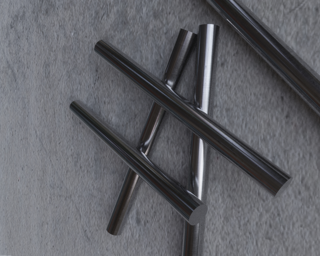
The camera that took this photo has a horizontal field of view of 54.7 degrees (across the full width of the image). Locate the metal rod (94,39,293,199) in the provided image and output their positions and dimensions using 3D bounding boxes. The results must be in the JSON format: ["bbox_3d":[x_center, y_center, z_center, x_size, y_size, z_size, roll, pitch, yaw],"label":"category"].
[{"bbox_3d":[0.015,-0.030,0.357,0.300,0.025,0.025,41,115,32],"label":"metal rod"}]

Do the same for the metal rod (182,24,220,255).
[{"bbox_3d":[0.047,0.032,0.364,0.025,0.025,0.298,6,94,39],"label":"metal rod"}]

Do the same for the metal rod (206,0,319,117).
[{"bbox_3d":[0.114,-0.077,0.309,0.025,0.025,0.299,-48,62,29],"label":"metal rod"}]

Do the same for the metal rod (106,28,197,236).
[{"bbox_3d":[-0.016,0.017,0.415,0.025,0.025,0.298,33,110,35],"label":"metal rod"}]

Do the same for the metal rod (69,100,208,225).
[{"bbox_3d":[-0.050,0.026,0.413,0.300,0.025,0.025,34,111,44],"label":"metal rod"}]
